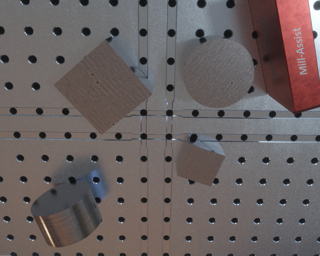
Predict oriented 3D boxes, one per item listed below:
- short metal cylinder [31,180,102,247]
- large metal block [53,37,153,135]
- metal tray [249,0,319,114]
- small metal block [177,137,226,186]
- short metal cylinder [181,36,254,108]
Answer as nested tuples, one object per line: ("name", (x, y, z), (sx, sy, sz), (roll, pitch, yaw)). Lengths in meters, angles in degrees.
("short metal cylinder", (-0.127, 0.115, 0.425), (0.080, 0.080, 0.050), (-14, 110, 5))
("large metal block", (-0.065, -0.053, 0.380), (0.080, 0.050, 0.080), (-38, 106, 12))
("metal tray", (0.138, -0.090, 0.346), (0.030, 0.090, 0.129), (-17, 109, 6))
("small metal block", (0.056, 0.047, 0.431), (0.050, 0.025, 0.050), (18, 109, -7))
("short metal cylinder", (0.067, -0.069, 0.375), (0.081, 0.050, 0.079), (0, 110, 0))
